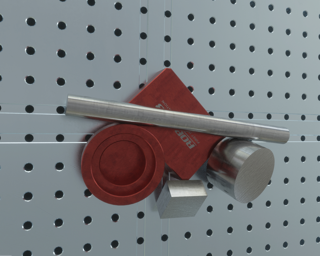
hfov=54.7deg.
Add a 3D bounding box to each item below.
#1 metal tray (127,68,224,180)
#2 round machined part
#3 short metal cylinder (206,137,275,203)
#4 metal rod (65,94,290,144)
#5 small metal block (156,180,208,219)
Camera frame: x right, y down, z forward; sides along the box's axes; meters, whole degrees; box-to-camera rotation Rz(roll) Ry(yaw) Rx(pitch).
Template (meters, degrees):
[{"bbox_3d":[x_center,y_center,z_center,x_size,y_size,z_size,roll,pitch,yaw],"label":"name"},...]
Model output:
[{"bbox_3d":[0.018,-0.004,0.419,0.090,0.030,0.130,-45,105,-15],"label":"metal tray"},{"bbox_3d":[-0.047,0.041,0.382,0.099,0.042,0.097,-2,97,-15],"label":"round machined part"},{"bbox_3d":[0.111,0.055,0.426,0.081,0.050,0.079,-16,118,-32],"label":"short metal cylinder"},{"bbox_3d":[0.037,-0.007,0.394,0.302,0.025,0.025,7,88,-20],"label":"metal rod"},{"bbox_3d":[0.028,0.094,0.410,0.050,0.025,0.050,3,132,-21],"label":"small metal block"}]
